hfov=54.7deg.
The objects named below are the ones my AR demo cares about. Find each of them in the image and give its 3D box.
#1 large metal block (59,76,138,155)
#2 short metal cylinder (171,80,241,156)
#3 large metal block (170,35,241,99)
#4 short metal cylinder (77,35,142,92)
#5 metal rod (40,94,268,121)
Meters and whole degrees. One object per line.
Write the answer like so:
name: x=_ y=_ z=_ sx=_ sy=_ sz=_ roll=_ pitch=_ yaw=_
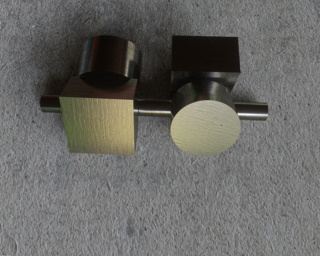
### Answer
large metal block: x=-0.069 y=-0.015 z=0.378 sx=0.080 sy=0.079 sz=0.050 roll=3 pitch=36 yaw=0
short metal cylinder: x=0.053 y=-0.012 z=0.378 sx=0.080 sy=0.079 sz=0.050 roll=2 pitch=35 yaw=0
large metal block: x=0.055 y=-0.076 z=0.408 sx=0.080 sy=0.080 sz=0.050 roll=1 pitch=70 yaw=0
short metal cylinder: x=-0.065 y=-0.076 z=0.407 sx=0.080 sy=0.080 sz=0.050 roll=3 pitch=70 yaw=1
metal rod: x=-0.008 y=-0.028 z=0.421 sx=0.302 sy=0.025 sz=0.025 roll=2 pitch=70 yaw=0
